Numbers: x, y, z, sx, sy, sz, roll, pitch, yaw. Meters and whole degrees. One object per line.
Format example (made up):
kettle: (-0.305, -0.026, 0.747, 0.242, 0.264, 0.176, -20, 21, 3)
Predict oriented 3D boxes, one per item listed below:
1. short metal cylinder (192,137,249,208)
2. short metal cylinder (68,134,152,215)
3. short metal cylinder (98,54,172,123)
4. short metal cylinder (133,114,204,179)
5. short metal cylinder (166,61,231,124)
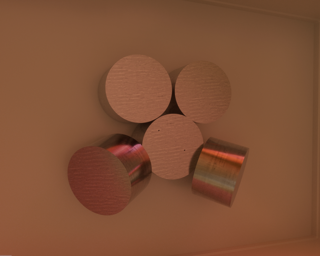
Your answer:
short metal cylinder: (0.080, 0.057, 0.404, 0.050, 0.080, 0.080, 17, 83, 20)
short metal cylinder: (-0.056, 0.051, 0.354, 0.050, 0.080, 0.080, -32, 105, -63)
short metal cylinder: (-0.032, -0.046, 0.383, 0.081, 0.050, 0.079, 0, 90, -21)
short metal cylinder: (0.008, 0.022, 0.398, 0.081, 0.050, 0.079, 0, 90, -21)
short metal cylinder: (0.047, -0.046, 0.414, 0.081, 0.050, 0.079, 0, 90, -21)
